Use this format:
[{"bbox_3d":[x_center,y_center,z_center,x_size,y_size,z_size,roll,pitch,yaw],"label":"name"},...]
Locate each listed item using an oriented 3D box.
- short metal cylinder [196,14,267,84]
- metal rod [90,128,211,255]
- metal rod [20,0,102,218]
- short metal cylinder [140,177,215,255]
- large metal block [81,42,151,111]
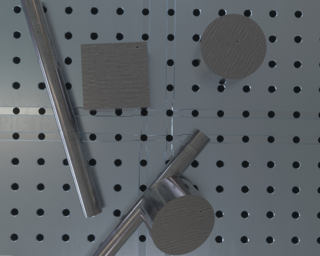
[{"bbox_3d":[0.090,-0.099,0.401,0.081,0.050,0.079,0,90,0],"label":"short metal cylinder"},{"bbox_3d":[-0.037,0.124,0.413,0.025,0.025,0.300,40,90,0],"label":"metal rod"},{"bbox_3d":[-0.131,-0.029,0.412,0.025,0.025,0.298,-16,90,0],"label":"metal rod"},{"bbox_3d":[0.021,0.108,0.387,0.081,0.050,0.079,-5,107,-18],"label":"short metal cylinder"},{"bbox_3d":[-0.054,-0.064,0.400,0.081,0.050,0.079,-3,90,0],"label":"large metal block"}]
